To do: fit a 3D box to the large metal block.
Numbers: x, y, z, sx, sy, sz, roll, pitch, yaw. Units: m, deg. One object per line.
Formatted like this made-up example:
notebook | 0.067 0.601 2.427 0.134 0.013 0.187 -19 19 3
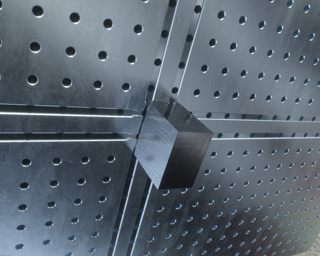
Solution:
large metal block | 0.013 0.021 0.396 0.050 0.080 0.079 3 117 -30
